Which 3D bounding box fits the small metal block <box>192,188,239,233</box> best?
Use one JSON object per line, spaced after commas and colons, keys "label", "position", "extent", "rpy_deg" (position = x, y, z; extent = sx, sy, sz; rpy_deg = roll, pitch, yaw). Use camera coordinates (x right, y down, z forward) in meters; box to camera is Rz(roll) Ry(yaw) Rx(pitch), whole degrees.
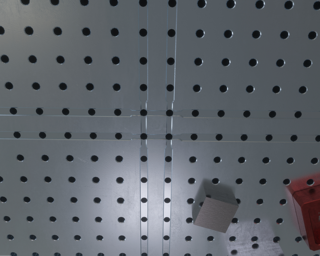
{"label": "small metal block", "position": [0.081, 0.122, 0.459], "extent": [0.050, 0.025, 0.050], "rpy_deg": [17, 109, -7]}

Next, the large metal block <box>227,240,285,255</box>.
{"label": "large metal block", "position": [0.154, 0.230, 0.486], "extent": [0.080, 0.050, 0.079], "rpy_deg": [-9, 110, 3]}

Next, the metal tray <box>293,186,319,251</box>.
{"label": "metal tray", "position": [0.274, 0.123, 0.458], "extent": [0.131, 0.030, 0.090], "rpy_deg": [-18, 109, 6]}
